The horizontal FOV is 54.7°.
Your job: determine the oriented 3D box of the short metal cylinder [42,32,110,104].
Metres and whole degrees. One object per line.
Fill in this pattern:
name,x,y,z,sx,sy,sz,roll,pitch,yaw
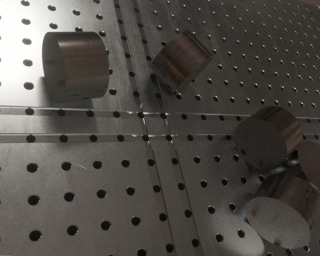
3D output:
short metal cylinder,-0.100,-0.072,0.363,0.050,0.080,0.080,-13,69,-34

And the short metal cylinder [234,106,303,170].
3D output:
short metal cylinder,0.157,0.014,0.451,0.050,0.080,0.080,-30,79,-38

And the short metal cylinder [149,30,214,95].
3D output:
short metal cylinder,0.031,-0.094,0.449,0.050,0.080,0.080,47,51,4

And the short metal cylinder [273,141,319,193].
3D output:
short metal cylinder,0.224,0.067,0.475,0.081,0.050,0.080,14,56,-21

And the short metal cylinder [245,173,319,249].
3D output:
short metal cylinder,0.158,0.105,0.396,0.080,0.080,0.050,48,51,5
